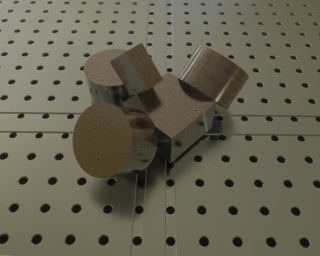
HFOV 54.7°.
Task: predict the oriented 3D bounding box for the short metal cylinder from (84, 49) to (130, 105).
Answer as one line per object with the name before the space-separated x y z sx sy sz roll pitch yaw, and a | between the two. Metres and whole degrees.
short metal cylinder | -0.064 -0.069 0.444 0.081 0.050 0.080 0 50 0

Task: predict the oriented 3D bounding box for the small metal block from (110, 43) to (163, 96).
small metal block | -0.030 -0.071 0.382 0.025 0.050 0.050 -38 16 -25

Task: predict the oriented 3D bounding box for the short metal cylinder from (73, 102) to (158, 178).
short metal cylinder | -0.050 0.014 0.347 0.080 0.050 0.080 -2 85 29

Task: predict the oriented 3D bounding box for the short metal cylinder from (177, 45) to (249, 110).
short metal cylinder | 0.070 -0.067 0.415 0.080 0.080 0.050 36 97 26

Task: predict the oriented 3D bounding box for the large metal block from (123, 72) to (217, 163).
large metal block | 0.012 -0.016 0.397 0.080 0.050 0.080 37 59 26
